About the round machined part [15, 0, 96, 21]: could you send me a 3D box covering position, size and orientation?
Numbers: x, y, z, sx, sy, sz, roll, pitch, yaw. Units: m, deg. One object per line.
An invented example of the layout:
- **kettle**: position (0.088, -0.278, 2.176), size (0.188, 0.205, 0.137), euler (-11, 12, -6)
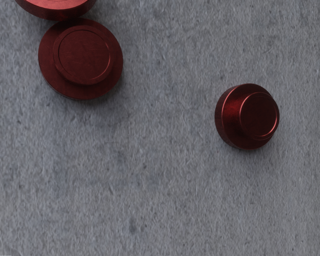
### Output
- **round machined part**: position (-0.118, -0.163, 0.348), size (0.099, 0.042, 0.098), euler (4, 75, -14)

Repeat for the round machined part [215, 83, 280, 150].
- **round machined part**: position (0.133, -0.016, 0.451), size (0.099, 0.042, 0.097), euler (0, 90, -21)

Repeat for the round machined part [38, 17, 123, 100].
- **round machined part**: position (-0.091, -0.082, 0.367), size (0.099, 0.042, 0.097), euler (0, 90, -21)
